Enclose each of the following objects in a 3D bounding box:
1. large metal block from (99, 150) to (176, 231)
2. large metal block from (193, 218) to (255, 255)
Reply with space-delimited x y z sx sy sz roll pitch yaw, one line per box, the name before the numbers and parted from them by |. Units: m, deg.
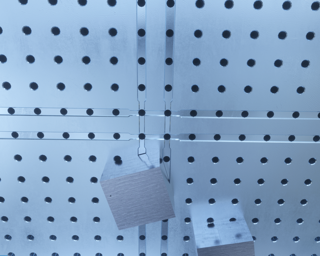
large metal block | -0.028 0.086 0.432 0.080 0.050 0.080 -15 110 5
large metal block | 0.098 0.192 0.472 0.080 0.050 0.079 -9 110 3
